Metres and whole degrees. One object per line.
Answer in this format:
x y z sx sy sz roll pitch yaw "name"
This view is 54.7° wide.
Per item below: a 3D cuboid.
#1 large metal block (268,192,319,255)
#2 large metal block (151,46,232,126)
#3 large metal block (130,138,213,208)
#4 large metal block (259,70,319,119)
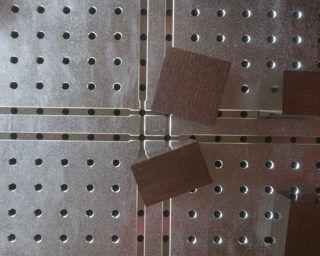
0.195 0.132 0.404 0.081 0.050 0.079 7 90 -1 "large metal block"
0.038 -0.052 0.401 0.080 0.050 0.080 15 90 -1 "large metal block"
0.013 0.052 0.386 0.080 0.080 0.050 -20 90 0 "large metal block"
0.178 -0.039 0.388 0.081 0.080 0.050 2 90 -1 "large metal block"
